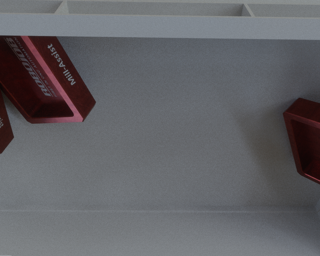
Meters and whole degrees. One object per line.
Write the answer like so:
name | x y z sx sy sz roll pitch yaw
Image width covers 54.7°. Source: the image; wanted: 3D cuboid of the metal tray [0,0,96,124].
metal tray | -0.139 -0.062 0.332 0.090 0.030 0.130 -2 134 27

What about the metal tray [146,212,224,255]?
metal tray | 0.049 0.203 0.579 0.131 0.030 0.090 -10 131 8

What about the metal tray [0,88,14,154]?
metal tray | -0.228 -0.030 0.354 0.090 0.030 0.129 16 137 2

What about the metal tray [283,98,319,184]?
metal tray | 0.214 0.029 0.392 0.030 0.090 0.130 -42 128 -15
